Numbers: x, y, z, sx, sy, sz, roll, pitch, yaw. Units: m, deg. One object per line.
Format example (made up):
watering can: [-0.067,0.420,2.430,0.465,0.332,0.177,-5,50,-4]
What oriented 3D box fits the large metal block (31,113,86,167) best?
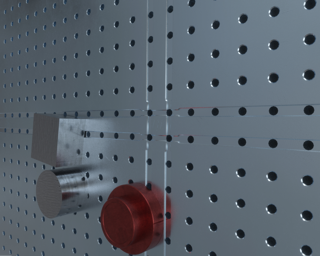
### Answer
large metal block: [-0.179,0.019,0.541,0.080,0.050,0.079,10,97,39]

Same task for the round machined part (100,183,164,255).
round machined part: [-0.046,0.129,0.436,0.098,0.042,0.097,0,90,40]

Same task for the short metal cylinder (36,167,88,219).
short metal cylinder: [-0.169,0.110,0.533,0.080,0.050,0.080,0,90,40]
